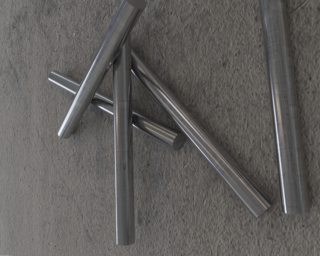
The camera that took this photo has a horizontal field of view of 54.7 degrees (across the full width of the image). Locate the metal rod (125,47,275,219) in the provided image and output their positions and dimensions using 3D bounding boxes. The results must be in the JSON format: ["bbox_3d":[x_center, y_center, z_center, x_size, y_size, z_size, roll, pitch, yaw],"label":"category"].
[{"bbox_3d":[0.024,-0.018,0.385,0.300,0.025,0.025,51,120,28],"label":"metal rod"}]

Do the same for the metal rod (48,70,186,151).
[{"bbox_3d":[-0.083,-0.038,0.473,0.300,0.025,0.025,27,107,36],"label":"metal rod"}]

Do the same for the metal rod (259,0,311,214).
[{"bbox_3d":[0.118,-0.069,0.307,0.025,0.025,0.298,-8,85,40],"label":"metal rod"}]

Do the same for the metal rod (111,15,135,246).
[{"bbox_3d":[-0.049,0.002,0.411,0.025,0.025,0.298,-2,89,40],"label":"metal rod"}]

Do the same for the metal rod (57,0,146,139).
[{"bbox_3d":[-0.097,-0.063,0.435,0.298,0.025,0.025,-45,62,48],"label":"metal rod"}]
